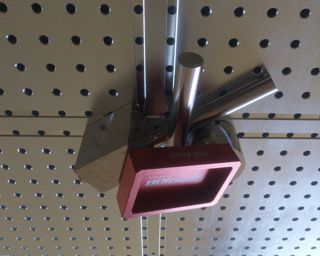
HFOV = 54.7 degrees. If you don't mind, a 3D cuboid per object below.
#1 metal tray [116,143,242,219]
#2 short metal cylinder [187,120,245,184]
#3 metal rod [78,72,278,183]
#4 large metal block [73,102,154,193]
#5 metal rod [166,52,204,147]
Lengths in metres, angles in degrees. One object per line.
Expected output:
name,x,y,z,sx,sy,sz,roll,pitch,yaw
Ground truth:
metal tray,0.021,0.062,0.369,0.131,0.030,0.089,-2,133,-24
short metal cylinder,0.071,0.035,0.425,0.081,0.050,0.079,0,130,0
metal rod,0.009,0.008,0.419,0.300,0.025,0.025,-27,126,20
large metal block,-0.055,0.025,0.395,0.080,0.080,0.050,-27,125,21
metal rod,0.019,0.031,0.409,0.025,0.025,0.298,3,140,-3
